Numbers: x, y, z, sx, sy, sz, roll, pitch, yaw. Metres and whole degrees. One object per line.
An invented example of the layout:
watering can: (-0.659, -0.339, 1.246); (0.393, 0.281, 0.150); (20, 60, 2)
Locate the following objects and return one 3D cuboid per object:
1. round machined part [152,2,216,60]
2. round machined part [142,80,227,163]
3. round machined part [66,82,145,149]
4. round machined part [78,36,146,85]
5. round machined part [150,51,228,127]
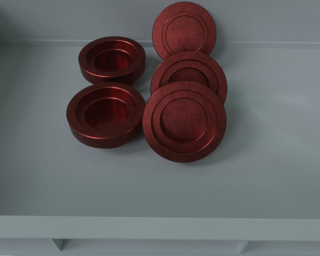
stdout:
round machined part: (0.037, -0.141, 0.472); (0.099, 0.097, 0.042); (1, 17, 1)
round machined part: (0.028, -0.010, 0.379); (0.099, 0.097, 0.042); (0, 11, 0)
round machined part: (-0.067, -0.012, 0.403); (0.099, 0.042, 0.098); (0, 50, 0)
round machined part: (-0.071, -0.094, 0.473); (0.099, 0.042, 0.098); (0, 50, 0)
round machined part: (0.037, -0.052, 0.415); (0.099, 0.097, 0.042); (0, 10, 0)
